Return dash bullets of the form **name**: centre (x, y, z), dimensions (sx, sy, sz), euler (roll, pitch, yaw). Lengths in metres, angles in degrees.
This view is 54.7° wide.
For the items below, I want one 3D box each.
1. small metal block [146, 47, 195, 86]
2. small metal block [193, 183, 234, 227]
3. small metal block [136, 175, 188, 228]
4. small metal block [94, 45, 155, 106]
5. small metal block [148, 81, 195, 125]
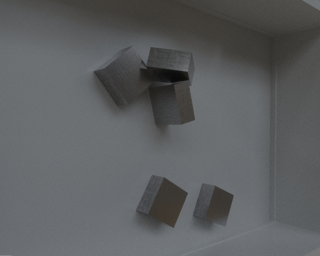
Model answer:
- **small metal block**: centre (0.015, -0.076, 0.389), dimensions (0.050, 0.050, 0.025), euler (50, 51, -74)
- **small metal block**: centre (0.083, 0.118, 0.476), dimensions (0.050, 0.025, 0.050), euler (31, 71, -36)
- **small metal block**: centre (0.004, 0.097, 0.410), dimensions (0.050, 0.025, 0.050), euler (39, 66, -33)
- **small metal block**: centre (-0.042, -0.062, 0.371), dimensions (0.050, 0.025, 0.050), euler (-47, 118, -30)
- **small metal block**: centre (0.015, -0.031, 0.402), dimensions (0.025, 0.050, 0.050), euler (-19, 102, -39)
